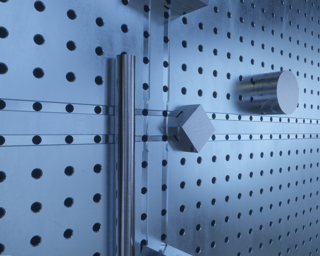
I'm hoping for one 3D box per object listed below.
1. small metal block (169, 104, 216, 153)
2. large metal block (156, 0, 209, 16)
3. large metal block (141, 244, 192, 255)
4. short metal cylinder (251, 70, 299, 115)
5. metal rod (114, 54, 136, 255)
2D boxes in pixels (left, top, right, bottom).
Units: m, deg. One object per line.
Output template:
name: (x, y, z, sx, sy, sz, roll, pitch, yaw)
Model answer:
small metal block: (0.049, 0.001, 0.452, 0.050, 0.025, 0.050, -49, 119, -29)
large metal block: (0.024, -0.211, 0.415, 0.081, 0.050, 0.080, 14, 81, -39)
large metal block: (0.013, 0.199, 0.387, 0.050, 0.080, 0.080, 21, 77, -39)
short metal cylinder: (0.215, -0.064, 0.577, 0.081, 0.050, 0.079, 0, 90, -40)
metal rod: (-0.043, 0.062, 0.375, 0.025, 0.025, 0.298, 0, 90, -40)
